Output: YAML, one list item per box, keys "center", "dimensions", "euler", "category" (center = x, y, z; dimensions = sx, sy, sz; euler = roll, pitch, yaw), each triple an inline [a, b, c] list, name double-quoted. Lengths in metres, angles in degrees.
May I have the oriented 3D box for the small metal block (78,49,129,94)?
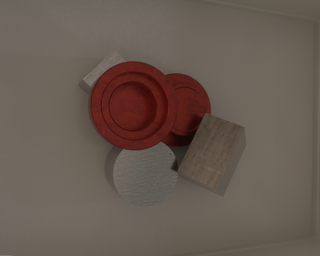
- center: [-0.068, -0.063, 0.370]
  dimensions: [0.025, 0.050, 0.050]
  euler: [46, 76, -15]
  category: "small metal block"

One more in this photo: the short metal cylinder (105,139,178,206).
- center: [-0.024, 0.052, 0.388]
  dimensions: [0.081, 0.050, 0.079]
  euler: [0, 90, -21]
  category: "short metal cylinder"

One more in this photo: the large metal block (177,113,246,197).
- center: [0.071, 0.038, 0.400]
  dimensions: [0.050, 0.080, 0.080]
  euler: [23, 79, 22]
  category: "large metal block"

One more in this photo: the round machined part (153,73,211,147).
- center: [0.025, -0.024, 0.408]
  dimensions: [0.099, 0.042, 0.097]
  euler: [0, 90, -21]
  category: "round machined part"

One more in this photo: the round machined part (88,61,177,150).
- center: [-0.033, -0.024, 0.357]
  dimensions: [0.099, 0.042, 0.097]
  euler: [0, 90, -21]
  category: "round machined part"
